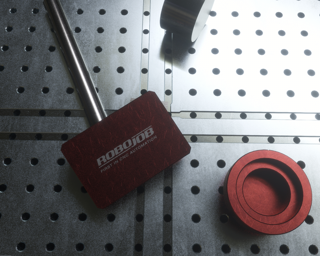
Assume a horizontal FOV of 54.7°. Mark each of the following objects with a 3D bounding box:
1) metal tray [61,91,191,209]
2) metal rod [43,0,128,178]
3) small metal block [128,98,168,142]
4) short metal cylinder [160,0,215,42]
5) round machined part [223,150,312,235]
[{"bbox_3d":[-0.040,0.026,0.380,0.130,0.030,0.090,-33,89,-5],"label":"metal tray"},{"bbox_3d":[-0.109,-0.066,0.434,0.025,0.025,0.299,-22,72,-8],"label":"metal rod"},{"bbox_3d":[-0.017,-0.010,0.415,0.050,0.025,0.050,6,70,2],"label":"small metal block"},{"bbox_3d":[0.041,-0.172,0.446,0.050,0.080,0.080,27,72,9],"label":"short metal cylinder"},{"bbox_3d":[0.126,0.078,0.376,0.099,0.042,0.098,0,70,-1],"label":"round machined part"}]
